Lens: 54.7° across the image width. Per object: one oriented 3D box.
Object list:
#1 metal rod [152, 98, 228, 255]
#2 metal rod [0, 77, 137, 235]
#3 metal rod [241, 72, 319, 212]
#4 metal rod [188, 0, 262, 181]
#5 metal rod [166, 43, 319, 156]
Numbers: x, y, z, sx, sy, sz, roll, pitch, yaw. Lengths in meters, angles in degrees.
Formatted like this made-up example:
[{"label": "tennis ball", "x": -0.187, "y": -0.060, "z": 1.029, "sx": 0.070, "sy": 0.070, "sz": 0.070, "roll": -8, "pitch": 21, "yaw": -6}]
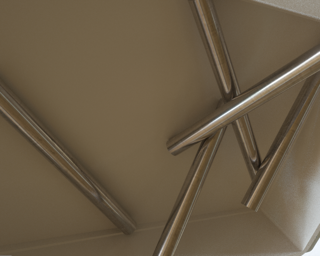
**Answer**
[{"label": "metal rod", "x": 0.035, "y": 0.096, "z": 0.408, "sx": 0.025, "sy": 0.025, "sz": 0.299, "roll": 36, "pitch": 73, "yaw": -39}, {"label": "metal rod", "x": -0.107, "y": 0.053, "z": 0.382, "sx": 0.025, "sy": 0.025, "sz": 0.299, "roll": -35, "pitch": 129, "yaw": -5}, {"label": "metal rod", "x": 0.201, "y": -0.015, "z": 0.457, "sx": 0.025, "sy": 0.025, "sz": 0.299, "roll": 34, "pitch": 84, "yaw": -38}, {"label": "metal rod", "x": 0.100, "y": -0.029, "z": 0.409, "sx": 0.025, "sy": 0.025, "sz": 0.299, "roll": -32, "pitch": 123, "yaw": -7}, {"label": "metal rod", "x": 0.122, "y": -0.043, "z": 0.359, "sx": 0.025, "sy": 0.025, "sz": 0.299, "roll": 27, "pitch": 132, "yaw": -38}]
